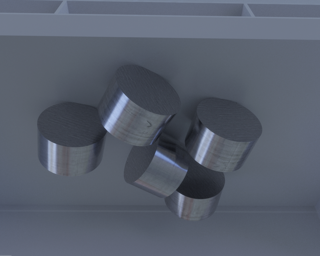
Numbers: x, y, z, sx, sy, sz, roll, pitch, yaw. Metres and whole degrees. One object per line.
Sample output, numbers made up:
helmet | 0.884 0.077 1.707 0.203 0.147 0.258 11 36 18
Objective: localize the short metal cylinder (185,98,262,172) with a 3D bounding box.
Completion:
short metal cylinder | 0.076 0.007 0.380 0.081 0.080 0.050 10 129 -9

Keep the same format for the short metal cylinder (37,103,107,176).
short metal cylinder | -0.108 0.013 0.383 0.081 0.080 0.050 10 129 -9

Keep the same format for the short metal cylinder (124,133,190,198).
short metal cylinder | -0.005 0.046 0.412 0.050 0.080 0.080 30 124 -23

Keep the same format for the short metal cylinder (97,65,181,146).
short metal cylinder | -0.024 -0.026 0.350 0.080 0.080 0.050 23 126 -19

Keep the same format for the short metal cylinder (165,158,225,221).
short metal cylinder | 0.048 0.085 0.445 0.081 0.080 0.050 4 130 -3
